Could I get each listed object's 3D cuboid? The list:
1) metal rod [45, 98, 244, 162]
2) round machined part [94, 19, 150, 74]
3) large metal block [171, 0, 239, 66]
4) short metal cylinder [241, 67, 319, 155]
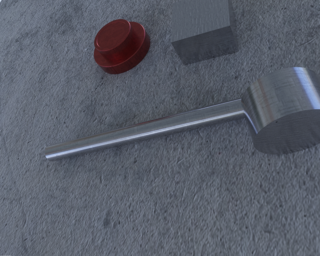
[{"bbox_3d":[-0.026,0.005,0.412,0.301,0.025,0.025,-13,56,20],"label":"metal rod"},{"bbox_3d":[-0.069,-0.141,0.514,0.098,0.042,0.098,-13,56,20],"label":"round machined part"},{"bbox_3d":[0.064,-0.145,0.442,0.080,0.050,0.080,-10,57,22],"label":"large metal block"},{"bbox_3d":[0.128,-0.015,0.310,0.080,0.080,0.050,-18,55,17],"label":"short metal cylinder"}]
